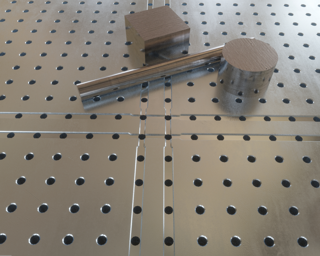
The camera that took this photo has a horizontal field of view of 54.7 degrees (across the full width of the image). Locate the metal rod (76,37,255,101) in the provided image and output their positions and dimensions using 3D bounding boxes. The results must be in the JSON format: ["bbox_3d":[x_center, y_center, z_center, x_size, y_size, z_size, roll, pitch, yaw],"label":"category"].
[{"bbox_3d":[0.021,-0.097,0.489,0.302,0.025,0.025,-18,53,-15],"label":"metal rod"}]

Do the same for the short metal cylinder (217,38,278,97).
[{"bbox_3d":[0.131,-0.092,0.471,0.081,0.050,0.080,0,50,0],"label":"short metal cylinder"}]

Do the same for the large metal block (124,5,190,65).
[{"bbox_3d":[-0.006,-0.158,0.524,0.081,0.050,0.080,-21,53,-17],"label":"large metal block"}]
